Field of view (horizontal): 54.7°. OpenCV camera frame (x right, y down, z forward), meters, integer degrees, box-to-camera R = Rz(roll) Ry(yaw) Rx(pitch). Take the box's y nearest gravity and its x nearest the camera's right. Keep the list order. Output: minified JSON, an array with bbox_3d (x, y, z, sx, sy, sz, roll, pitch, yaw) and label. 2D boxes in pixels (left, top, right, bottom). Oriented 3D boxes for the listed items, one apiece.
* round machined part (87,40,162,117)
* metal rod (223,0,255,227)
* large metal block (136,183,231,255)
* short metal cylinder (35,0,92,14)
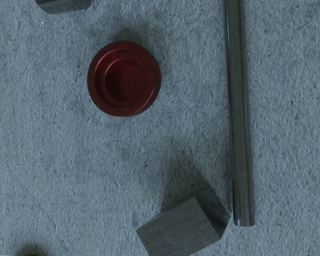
[{"bbox_3d":[-0.044,-0.063,0.415,0.098,0.042,0.097,0,90,20],"label":"round machined part"},{"bbox_3d":[0.095,-0.034,0.375,0.025,0.025,0.298,-3,89,20],"label":"metal rod"},{"bbox_3d":[0.031,0.114,0.369,0.080,0.080,0.050,-34,79,17],"label":"large metal block"},{"bbox_3d":[-0.136,-0.202,0.428,0.050,0.080,0.080,-1,90,20],"label":"short metal cylinder"}]
